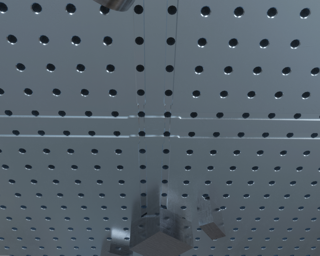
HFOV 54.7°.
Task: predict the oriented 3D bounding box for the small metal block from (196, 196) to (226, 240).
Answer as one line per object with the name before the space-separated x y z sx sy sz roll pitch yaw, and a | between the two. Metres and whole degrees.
small metal block | 0.087 0.154 0.528 0.025 0.050 0.050 -25 126 19

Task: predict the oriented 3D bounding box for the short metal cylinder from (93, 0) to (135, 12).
short metal cylinder | -0.044 -0.143 0.253 0.080 0.080 0.050 30 124 -24

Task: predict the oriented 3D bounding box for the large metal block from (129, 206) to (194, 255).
large metal block | 0.002 0.195 0.562 0.080 0.050 0.080 34 122 -26

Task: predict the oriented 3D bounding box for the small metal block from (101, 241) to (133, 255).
small metal block | -0.089 0.259 0.631 0.050 0.025 0.050 24 126 -19
